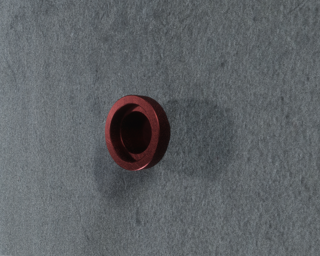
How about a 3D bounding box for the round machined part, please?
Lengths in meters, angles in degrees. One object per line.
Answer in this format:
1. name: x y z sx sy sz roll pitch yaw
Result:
1. round machined part: -0.025 0.006 0.412 0.098 0.042 0.097 0 90 39
